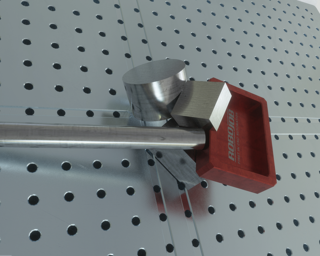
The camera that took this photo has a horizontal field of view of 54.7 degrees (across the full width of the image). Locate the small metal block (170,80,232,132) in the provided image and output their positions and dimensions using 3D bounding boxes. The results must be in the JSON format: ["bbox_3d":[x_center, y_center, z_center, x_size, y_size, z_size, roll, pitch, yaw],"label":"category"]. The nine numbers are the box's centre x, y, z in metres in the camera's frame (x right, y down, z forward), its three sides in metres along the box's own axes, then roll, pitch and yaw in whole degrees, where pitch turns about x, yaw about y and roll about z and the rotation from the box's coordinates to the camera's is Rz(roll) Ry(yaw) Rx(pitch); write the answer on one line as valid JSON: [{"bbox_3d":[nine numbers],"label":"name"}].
[{"bbox_3d":[0.048,-0.027,0.359,0.025,0.050,0.050,50,58,-46],"label":"small metal block"}]

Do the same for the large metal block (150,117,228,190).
[{"bbox_3d":[0.042,0.019,0.403,0.080,0.050,0.080,46,51,3],"label":"large metal block"}]

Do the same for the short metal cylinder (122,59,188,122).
[{"bbox_3d":[-0.002,-0.050,0.396,0.080,0.080,0.050,-40,128,-39],"label":"short metal cylinder"}]

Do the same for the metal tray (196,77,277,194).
[{"bbox_3d":[0.093,0.007,0.385,0.091,0.030,0.130,19,54,-17],"label":"metal tray"}]

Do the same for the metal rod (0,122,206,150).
[{"bbox_3d":[-0.099,0.008,0.313,0.302,0.025,0.025,2,60,-15],"label":"metal rod"}]
